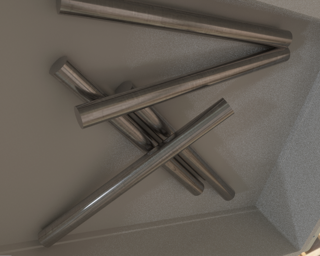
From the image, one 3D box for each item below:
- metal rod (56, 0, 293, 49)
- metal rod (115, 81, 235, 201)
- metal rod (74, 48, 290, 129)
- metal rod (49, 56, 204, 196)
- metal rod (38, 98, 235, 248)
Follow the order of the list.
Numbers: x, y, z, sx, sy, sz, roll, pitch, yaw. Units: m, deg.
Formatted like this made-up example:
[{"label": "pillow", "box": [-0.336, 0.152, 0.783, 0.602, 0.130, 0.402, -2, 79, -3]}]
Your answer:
[{"label": "metal rod", "box": [0.040, -0.120, 0.357, 0.303, 0.025, 0.025, -1, 119, -28]}, {"label": "metal rod", "box": [0.040, 0.036, 0.454, 0.025, 0.025, 0.300, -44, 130, 2]}, {"label": "metal rod", "box": [0.046, -0.058, 0.378, 0.302, 0.025, 0.025, -20, 127, -24]}, {"label": "metal rod", "box": [-0.021, 0.018, 0.409, 0.025, 0.025, 0.300, -44, 130, 2]}, {"label": "metal rod", "box": [-0.035, 0.061, 0.401, 0.300, 0.025, 0.025, -37, 130, 6]}]
